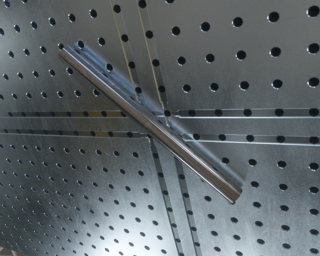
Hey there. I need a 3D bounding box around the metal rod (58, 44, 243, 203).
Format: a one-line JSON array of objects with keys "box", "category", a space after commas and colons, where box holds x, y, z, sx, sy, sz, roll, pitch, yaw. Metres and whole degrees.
[{"box": [-0.013, -0.006, 0.415, 0.300, 0.025, 0.025, 40, 129, 0], "category": "metal rod"}]
